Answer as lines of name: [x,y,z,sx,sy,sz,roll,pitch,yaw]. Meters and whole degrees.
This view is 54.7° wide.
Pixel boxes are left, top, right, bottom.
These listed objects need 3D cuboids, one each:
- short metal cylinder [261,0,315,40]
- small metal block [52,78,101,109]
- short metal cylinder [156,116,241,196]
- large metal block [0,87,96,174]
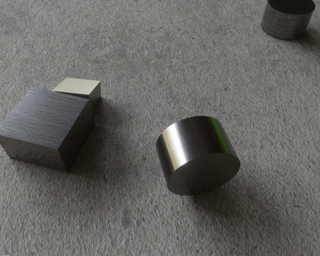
short metal cylinder: [0.229,-0.203,0.559,0.081,0.050,0.080,0,50,0]
small metal block: [-0.115,-0.048,0.432,0.050,0.025,0.050,7,30,5]
short metal cylinder: [0.040,0.032,0.341,0.081,0.080,0.050,-11,51,-9]
large metal block: [-0.138,0.001,0.385,0.080,0.050,0.080,13,51,10]
